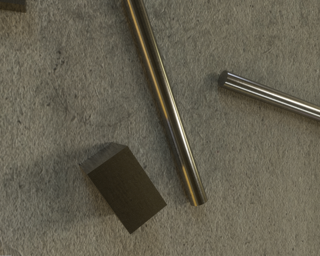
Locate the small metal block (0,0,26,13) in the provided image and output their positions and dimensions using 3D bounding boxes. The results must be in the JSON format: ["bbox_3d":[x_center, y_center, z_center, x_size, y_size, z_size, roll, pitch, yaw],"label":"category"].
[{"bbox_3d":[-0.176,-0.161,0.344,0.050,0.025,0.050,1,90,-21],"label":"small metal block"}]

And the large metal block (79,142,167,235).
[{"bbox_3d":[-0.047,0.065,0.363,0.050,0.080,0.080,-36,102,-17],"label":"large metal block"}]

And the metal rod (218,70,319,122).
[{"bbox_3d":[0.227,-0.032,0.494,0.302,0.025,0.025,16,85,-20],"label":"metal rod"}]

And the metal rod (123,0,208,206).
[{"bbox_3d":[0.008,-0.038,0.412,0.025,0.025,0.298,-21,97,-19],"label":"metal rod"}]
